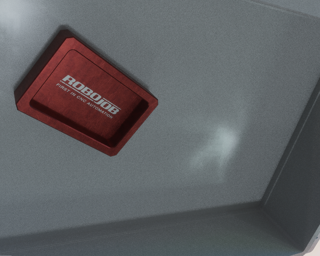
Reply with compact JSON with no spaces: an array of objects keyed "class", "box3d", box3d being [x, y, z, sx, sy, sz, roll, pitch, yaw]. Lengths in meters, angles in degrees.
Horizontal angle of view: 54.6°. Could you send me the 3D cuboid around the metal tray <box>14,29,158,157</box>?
[{"class":"metal tray","box3d":[-0.076,-0.032,0.343,0.130,0.030,0.090,34,99,-39]}]
